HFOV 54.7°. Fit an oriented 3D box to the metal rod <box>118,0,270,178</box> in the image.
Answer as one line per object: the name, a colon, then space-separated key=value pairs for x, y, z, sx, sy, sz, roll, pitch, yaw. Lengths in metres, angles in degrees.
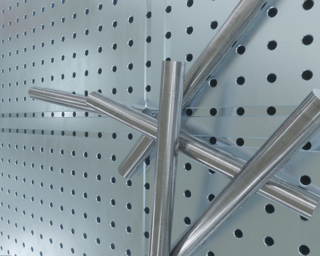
metal rod: x=0.031 y=-0.044 z=0.382 sx=0.025 sy=0.025 sz=0.298 roll=52 pitch=120 yaw=27

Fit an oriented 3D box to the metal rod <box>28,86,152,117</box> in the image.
metal rod: x=-0.133 y=-0.042 z=0.515 sx=0.300 sy=0.025 sz=0.025 roll=13 pitch=99 yaw=38

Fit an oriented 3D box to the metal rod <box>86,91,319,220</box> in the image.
metal rod: x=0.026 y=0.018 z=0.361 sx=0.300 sy=0.025 sz=0.025 roll=26 pitch=106 yaw=28

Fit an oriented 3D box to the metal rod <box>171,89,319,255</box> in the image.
metal rod: x=0.064 y=0.083 z=0.320 sx=0.025 sy=0.025 sz=0.298 roll=52 pitch=130 yaw=27

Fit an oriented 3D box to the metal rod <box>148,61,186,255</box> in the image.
metal rod: x=0.004 y=0.076 z=0.352 sx=0.025 sy=0.025 sz=0.298 roll=13 pitch=103 yaw=39
